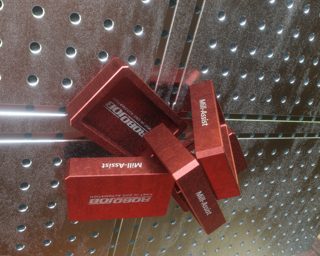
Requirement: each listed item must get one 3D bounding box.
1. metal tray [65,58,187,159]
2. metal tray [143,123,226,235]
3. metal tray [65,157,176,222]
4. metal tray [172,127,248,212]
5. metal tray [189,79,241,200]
[{"bbox_3d":[-0.037,-0.011,0.382,0.090,0.030,0.130,-46,130,3],"label":"metal tray"},{"bbox_3d":[0.032,0.065,0.388,0.030,0.090,0.130,-34,129,-7],"label":"metal tray"},{"bbox_3d":[-0.051,0.079,0.399,0.131,0.030,0.089,0,130,-12],"label":"metal tray"},{"bbox_3d":[0.068,0.064,0.486,0.130,0.030,0.090,-36,129,-5],"label":"metal tray"},{"bbox_3d":[0.068,0.012,0.390,0.030,0.130,0.090,-16,131,15],"label":"metal tray"}]
